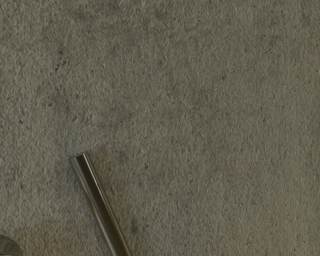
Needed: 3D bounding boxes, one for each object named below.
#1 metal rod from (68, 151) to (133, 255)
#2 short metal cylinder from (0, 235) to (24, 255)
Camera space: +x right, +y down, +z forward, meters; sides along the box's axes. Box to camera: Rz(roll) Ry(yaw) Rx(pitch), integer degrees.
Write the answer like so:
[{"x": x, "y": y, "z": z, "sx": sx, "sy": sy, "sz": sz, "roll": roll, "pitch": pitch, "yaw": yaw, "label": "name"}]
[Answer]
[{"x": -0.045, "y": 0.170, "z": 0.393, "sx": 0.025, "sy": 0.025, "sz": 0.299, "roll": -24, "pitch": 98, "yaw": -19, "label": "metal rod"}, {"x": -0.188, "y": 0.160, "z": 0.327, "sx": 0.081, "sy": 0.050, "sz": 0.080, "roll": 0, "pitch": 90, "yaw": -20, "label": "short metal cylinder"}]
